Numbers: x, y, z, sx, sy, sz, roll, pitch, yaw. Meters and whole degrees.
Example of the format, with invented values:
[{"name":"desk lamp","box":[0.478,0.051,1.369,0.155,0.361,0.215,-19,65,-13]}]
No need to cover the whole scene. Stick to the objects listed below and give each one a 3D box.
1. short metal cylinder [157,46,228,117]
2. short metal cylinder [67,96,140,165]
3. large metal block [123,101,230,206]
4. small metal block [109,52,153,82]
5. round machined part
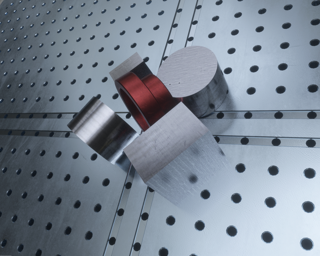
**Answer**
[{"name":"short metal cylinder","box":[0.043,-0.060,0.405,0.080,0.050,0.080,-13,56,20]},{"name":"short metal cylinder","box":[-0.073,0.003,0.407,0.080,0.080,0.050,35,82,38]},{"name":"large metal block","box":[0.021,0.031,0.343,0.080,0.080,0.050,-40,51,1]},{"name":"small metal block","box":[-0.038,-0.074,0.456,0.050,0.050,0.025,-36,52,4]},{"name":"round machined part","box":[-0.011,-0.028,0.384,0.042,0.098,0.098,-34,51,-10]}]
